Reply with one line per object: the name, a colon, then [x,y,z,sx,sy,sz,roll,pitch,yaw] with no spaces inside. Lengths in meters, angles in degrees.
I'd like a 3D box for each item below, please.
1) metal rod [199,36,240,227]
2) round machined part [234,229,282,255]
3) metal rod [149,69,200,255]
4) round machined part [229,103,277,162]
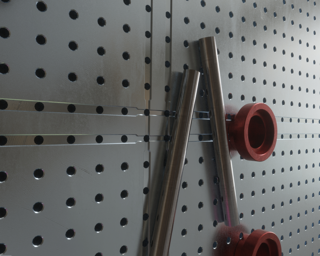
metal rod: [0.094,0.010,0.487,0.025,0.025,0.298,-16,100,-39]
round machined part: [0.167,0.225,0.538,0.099,0.042,0.097,0,90,-40]
metal rod: [0.018,0.065,0.423,0.025,0.025,0.299,18,79,-39]
round machined part: [0.155,0.007,0.527,0.099,0.042,0.097,0,90,-39]
